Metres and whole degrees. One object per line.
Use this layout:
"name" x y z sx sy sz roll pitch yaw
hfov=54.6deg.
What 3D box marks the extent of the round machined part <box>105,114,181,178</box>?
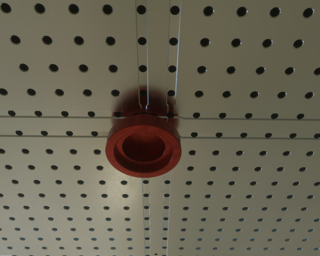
"round machined part" -0.021 0.019 0.417 0.099 0.042 0.097 0 130 0
